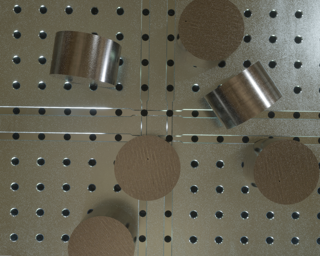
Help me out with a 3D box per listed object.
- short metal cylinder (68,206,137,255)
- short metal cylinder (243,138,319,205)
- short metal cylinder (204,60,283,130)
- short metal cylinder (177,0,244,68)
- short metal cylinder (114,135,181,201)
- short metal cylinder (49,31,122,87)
[{"bbox_3d":[-0.071,0.146,0.400,0.081,0.050,0.079,0,90,0],"label":"short metal cylinder"},{"bbox_3d":[0.154,0.053,0.402,0.081,0.050,0.079,0,90,0],"label":"short metal cylinder"},{"bbox_3d":[0.103,-0.041,0.387,0.080,0.080,0.050,-33,90,0],"label":"short metal cylinder"},{"bbox_3d":[0.062,-0.122,0.401,0.081,0.050,0.079,0,90,0],"label":"short metal cylinder"},{"bbox_3d":[-0.015,0.049,0.401,0.081,0.050,0.079,0,90,-1],"label":"short metal cylinder"},{"bbox_3d":[-0.092,-0.083,0.385,0.080,0.080,0.050,9,90,0],"label":"short metal cylinder"}]
